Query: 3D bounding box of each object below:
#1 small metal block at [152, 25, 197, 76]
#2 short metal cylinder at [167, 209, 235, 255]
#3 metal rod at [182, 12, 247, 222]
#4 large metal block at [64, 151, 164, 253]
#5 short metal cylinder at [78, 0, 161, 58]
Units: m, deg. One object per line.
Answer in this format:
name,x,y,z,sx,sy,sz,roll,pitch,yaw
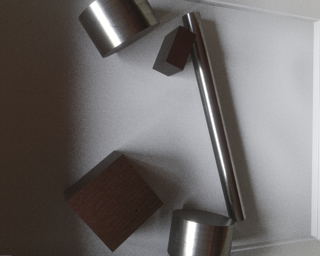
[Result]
small metal block,0.018,-0.099,0.405,0.025,0.050,0.050,23,82,-19
short metal cylinder,0.053,0.140,0.402,0.081,0.080,0.050,9,87,-20
metal rod,0.078,-0.012,0.440,0.025,0.025,0.298,-16,96,-20
large metal block,-0.057,0.086,0.377,0.080,0.050,0.080,-41,103,-16
short metal cylinder,-0.047,-0.125,0.364,0.080,0.080,0.050,-35,102,-17
